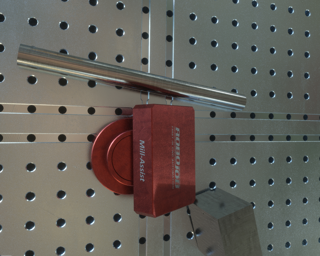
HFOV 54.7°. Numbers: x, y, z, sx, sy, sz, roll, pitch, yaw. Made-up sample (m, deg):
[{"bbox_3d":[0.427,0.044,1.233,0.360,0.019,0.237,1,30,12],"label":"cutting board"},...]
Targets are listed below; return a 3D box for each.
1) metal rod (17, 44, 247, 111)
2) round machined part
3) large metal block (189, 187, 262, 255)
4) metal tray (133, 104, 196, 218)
[{"bbox_3d":[-0.020,-0.060,0.404,0.302,0.025,0.025,9,87,-20],"label":"metal rod"},{"bbox_3d":[-0.037,0.036,0.390,0.099,0.042,0.097,0,90,-20],"label":"round machined part"},{"bbox_3d":[0.084,0.134,0.412,0.050,0.080,0.080,-17,100,-19],"label":"large metal block"},{"bbox_3d":[0.008,0.037,0.390,0.091,0.030,0.129,-1,91,-52],"label":"metal tray"}]
